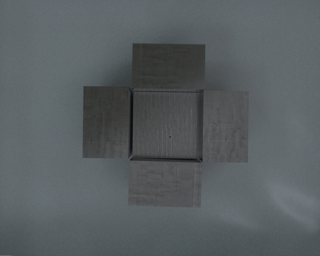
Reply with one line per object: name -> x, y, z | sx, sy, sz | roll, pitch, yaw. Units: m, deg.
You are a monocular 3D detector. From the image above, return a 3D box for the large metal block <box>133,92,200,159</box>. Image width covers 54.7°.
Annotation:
large metal block -> 0.008, -0.004, 0.396 | 0.081, 0.050, 0.080 | 1, 90, 0

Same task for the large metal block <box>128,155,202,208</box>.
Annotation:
large metal block -> 0.006, 0.062, 0.382 | 0.081, 0.080, 0.050 | 2, 90, 0

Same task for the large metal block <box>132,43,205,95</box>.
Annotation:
large metal block -> 0.010, -0.068, 0.382 | 0.081, 0.080, 0.050 | 1, 90, 0

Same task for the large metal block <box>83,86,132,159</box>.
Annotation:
large metal block -> -0.060, -0.007, 0.382 | 0.050, 0.080, 0.080 | 1, 90, 0

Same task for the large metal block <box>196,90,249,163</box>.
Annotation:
large metal block -> 0.073, -0.002, 0.383 | 0.050, 0.080, 0.080 | 1, 90, 0
